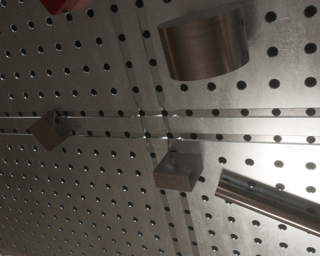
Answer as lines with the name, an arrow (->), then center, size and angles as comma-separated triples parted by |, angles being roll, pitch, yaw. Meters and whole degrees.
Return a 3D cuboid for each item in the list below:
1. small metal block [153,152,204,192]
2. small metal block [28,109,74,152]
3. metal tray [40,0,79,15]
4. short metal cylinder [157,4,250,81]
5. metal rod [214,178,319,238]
small metal block -> 0.025, 0.057, 0.416 | 0.050, 0.050, 0.025 | 3, 120, 26
small metal block -> -0.179, 0.005, 0.506 | 0.050, 0.025, 0.050 | -30, 102, 37
metal tray -> -0.106, -0.200, 0.338 | 0.130, 0.030, 0.090 | -30, 102, 37
short metal cylinder -> 0.043, -0.084, 0.301 | 0.080, 0.080, 0.050 | -2, 117, 29
metal rod -> 0.214, 0.128, 0.377 | 0.301, 0.025, 0.025 | 19, 126, 16
